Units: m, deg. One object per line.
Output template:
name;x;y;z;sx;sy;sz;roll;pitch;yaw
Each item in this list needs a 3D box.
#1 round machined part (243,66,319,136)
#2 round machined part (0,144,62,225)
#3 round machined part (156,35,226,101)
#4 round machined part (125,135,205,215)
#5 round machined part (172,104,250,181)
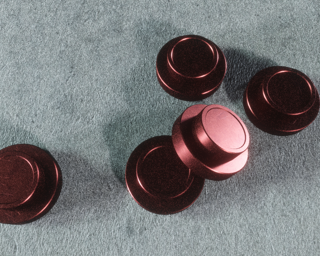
round machined part;0.166;-0.041;0.415;0.099;0.042;0.098;0;70;0
round machined part;-0.173;0.065;0.374;0.099;0.042;0.098;0;70;0
round machined part;0.044;-0.090;0.432;0.099;0.042;0.098;0;70;0
round machined part;0.007;0.055;0.379;0.099;0.042;0.098;0;70;0
round machined part;0.067;0.010;0.372;0.099;0.042;0.098;17;50;-21
